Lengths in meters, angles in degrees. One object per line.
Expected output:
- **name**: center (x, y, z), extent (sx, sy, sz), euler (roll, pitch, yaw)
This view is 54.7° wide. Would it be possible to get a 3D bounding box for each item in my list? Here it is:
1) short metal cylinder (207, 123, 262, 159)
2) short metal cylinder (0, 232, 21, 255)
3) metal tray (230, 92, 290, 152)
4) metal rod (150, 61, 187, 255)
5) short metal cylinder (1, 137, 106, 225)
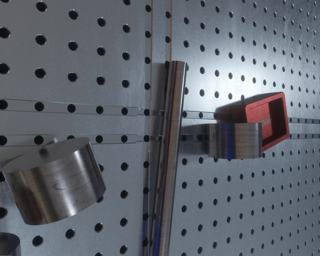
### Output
- **short metal cylinder**: center (0.112, 0.017, 0.467), extent (0.081, 0.080, 0.050), euler (-2, 91, -40)
- **short metal cylinder**: center (-0.153, 0.123, 0.245), extent (0.081, 0.080, 0.050), euler (-7, 95, -40)
- **metal tray**: center (0.184, -0.010, 0.559), extent (0.131, 0.030, 0.089), euler (-19, 102, -38)
- **metal rod**: center (0.010, 0.058, 0.417), extent (0.025, 0.025, 0.298), euler (10, 84, -40)
- **short metal cylinder**: center (-0.097, 0.047, 0.292), extent (0.081, 0.080, 0.050), euler (-26, 107, -37)
